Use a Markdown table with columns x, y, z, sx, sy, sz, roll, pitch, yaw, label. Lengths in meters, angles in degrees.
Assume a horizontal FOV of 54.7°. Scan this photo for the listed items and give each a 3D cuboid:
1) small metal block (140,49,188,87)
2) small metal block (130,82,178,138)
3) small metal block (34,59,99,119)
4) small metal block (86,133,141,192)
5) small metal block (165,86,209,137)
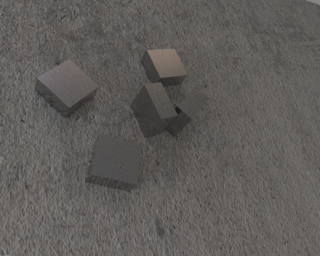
| x | y | z | sx | sy | sz | roll | pitch | yaw | label |
| --- | --- | --- | --- | --- | --- | --- | --- | --- | --- |
| 0.006 | -0.090 | 0.462 | 0.050 | 0.025 | 0.050 | -13 | 68 | -33 | small metal block |
| -0.009 | -0.023 | 0.396 | 0.025 | 0.050 | 0.050 | -14 | 69 | -34 | small metal block |
| -0.112 | -0.048 | 0.373 | 0.050 | 0.025 | 0.050 | 43 | 51 | 1 | small metal block |
| -0.052 | 0.040 | 0.351 | 0.050 | 0.025 | 0.050 | 17 | 55 | -19 | small metal block |
| 0.033 | -0.021 | 0.418 | 0.025 | 0.050 | 0.050 | 42 | 51 | 0 | small metal block |
